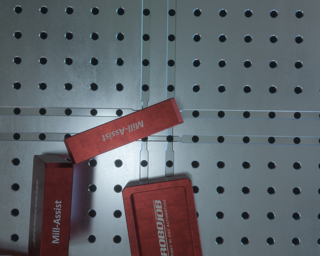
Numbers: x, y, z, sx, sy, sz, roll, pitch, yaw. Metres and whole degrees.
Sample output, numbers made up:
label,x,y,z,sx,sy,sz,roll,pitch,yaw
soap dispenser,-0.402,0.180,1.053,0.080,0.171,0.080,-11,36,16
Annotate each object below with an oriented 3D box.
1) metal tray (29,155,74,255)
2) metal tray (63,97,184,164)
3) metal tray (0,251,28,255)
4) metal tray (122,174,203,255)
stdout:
label,x,y,z,sx,sy,sz,roll,pitch,yaw
metal tray,-0.135,0.102,0.378,0.030,0.090,0.129,3,90,-30
metal tray,-0.040,0.003,0.380,0.131,0.090,0.030,-21,90,0
metal tray,-0.200,0.217,0.410,0.131,0.030,0.090,10,90,0
metal tray,0.005,0.133,0.410,0.090,0.030,0.129,-8,90,0
